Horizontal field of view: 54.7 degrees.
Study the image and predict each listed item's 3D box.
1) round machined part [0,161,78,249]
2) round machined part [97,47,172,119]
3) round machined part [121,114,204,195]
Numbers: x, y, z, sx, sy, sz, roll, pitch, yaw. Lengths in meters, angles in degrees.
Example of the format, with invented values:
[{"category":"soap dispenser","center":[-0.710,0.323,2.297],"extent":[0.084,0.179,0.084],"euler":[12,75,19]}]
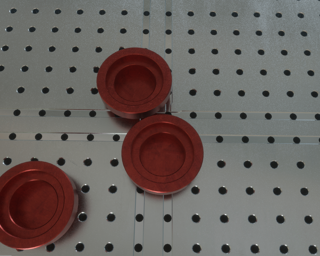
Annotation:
[{"category":"round machined part","center":[-0.146,0.091,0.368],"extent":[0.099,0.042,0.098],"euler":[0,70,-1]},{"category":"round machined part","center":[-0.033,-0.057,0.423],"extent":[0.099,0.042,0.098],"euler":[0,70,-1]},{"category":"round machined part","center":[0.003,0.035,0.390],"extent":[0.099,0.042,0.098],"euler":[0,70,-1]}]
